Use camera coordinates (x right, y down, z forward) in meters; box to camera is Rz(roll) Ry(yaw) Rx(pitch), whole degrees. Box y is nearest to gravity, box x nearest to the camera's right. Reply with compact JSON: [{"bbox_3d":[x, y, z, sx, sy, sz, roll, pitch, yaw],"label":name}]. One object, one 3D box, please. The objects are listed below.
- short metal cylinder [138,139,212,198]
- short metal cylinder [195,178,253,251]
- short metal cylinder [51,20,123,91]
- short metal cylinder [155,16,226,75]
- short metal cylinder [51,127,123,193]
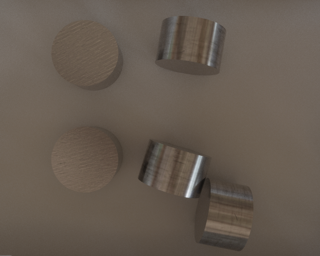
[{"bbox_3d":[0.018,0.049,0.384,0.080,0.080,0.050,17,90,-1],"label":"short metal cylinder"},{"bbox_3d":[0.077,0.106,0.385,0.050,0.080,0.080,12,90,0],"label":"short metal cylinder"},{"bbox_3d":[-0.091,-0.091,0.398,0.081,0.050,0.079,0,90,-1],"label":"short metal cylinder"},{"bbox_3d":[0.038,-0.099,0.384,0.080,0.080,0.050,9,90,-1],"label":"short metal cylinder"},{"bbox_3d":[-0.091,0.038,0.398,0.081,0.050,0.079,0,90,-1],"label":"short metal cylinder"}]
